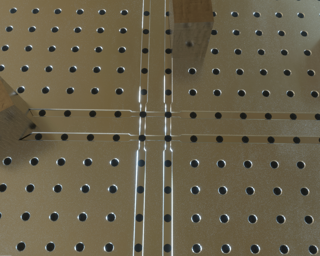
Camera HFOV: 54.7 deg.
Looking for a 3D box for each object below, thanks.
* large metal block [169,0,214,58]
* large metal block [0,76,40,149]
[{"bbox_3d":[0.041,-0.157,0.440,0.050,0.080,0.080,-3,70,-1],"label":"large metal block"},{"bbox_3d":[-0.212,-0.012,0.384,0.080,0.080,0.050,-31,73,-11],"label":"large metal block"}]
